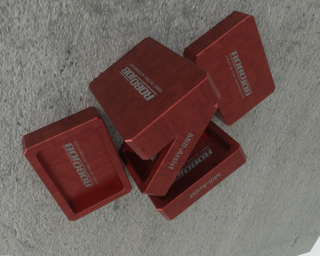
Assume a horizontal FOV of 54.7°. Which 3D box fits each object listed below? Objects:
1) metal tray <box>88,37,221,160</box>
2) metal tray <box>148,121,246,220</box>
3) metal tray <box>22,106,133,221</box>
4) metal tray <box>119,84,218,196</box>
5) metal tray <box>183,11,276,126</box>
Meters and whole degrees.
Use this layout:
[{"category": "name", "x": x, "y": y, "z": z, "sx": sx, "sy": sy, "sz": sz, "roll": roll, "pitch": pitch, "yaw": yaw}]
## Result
[{"category": "metal tray", "x": -0.013, "y": -0.038, "z": 0.311, "sx": 0.090, "sy": 0.130, "sz": 0.030, "roll": -40, "pitch": 130, "yaw": -2}, {"category": "metal tray", "x": 0.037, "y": 0.050, "z": 0.419, "sx": 0.130, "sy": 0.090, "sz": 0.030, "roll": -37, "pitch": 130, "yaw": -4}, {"category": "metal tray", "x": -0.096, "y": 0.048, "z": 0.383, "sx": 0.091, "sy": 0.030, "sz": 0.129, "roll": -26, "pitch": 128, "yaw": -13}, {"category": "metal tray", "x": 0.004, "y": 0.004, "z": 0.372, "sx": 0.030, "sy": 0.090, "sz": 0.129, "roll": 18, "pitch": 109, "yaw": -36}, {"category": "metal tray", "x": 0.097, "y": -0.075, "z": 0.414, "sx": 0.090, "sy": 0.030, "sz": 0.130, "roll": -38, "pitch": 130, "yaw": -3}]
